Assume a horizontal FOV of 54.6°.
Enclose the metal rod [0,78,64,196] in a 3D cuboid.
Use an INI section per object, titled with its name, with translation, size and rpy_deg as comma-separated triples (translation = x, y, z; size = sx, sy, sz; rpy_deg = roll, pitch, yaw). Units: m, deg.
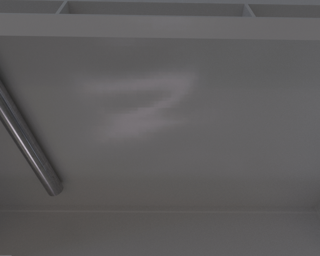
[metal rod]
translation = -0.190, -0.014, 0.395
size = 0.025, 0.025, 0.299
rpy_deg = -8, 130, 6
